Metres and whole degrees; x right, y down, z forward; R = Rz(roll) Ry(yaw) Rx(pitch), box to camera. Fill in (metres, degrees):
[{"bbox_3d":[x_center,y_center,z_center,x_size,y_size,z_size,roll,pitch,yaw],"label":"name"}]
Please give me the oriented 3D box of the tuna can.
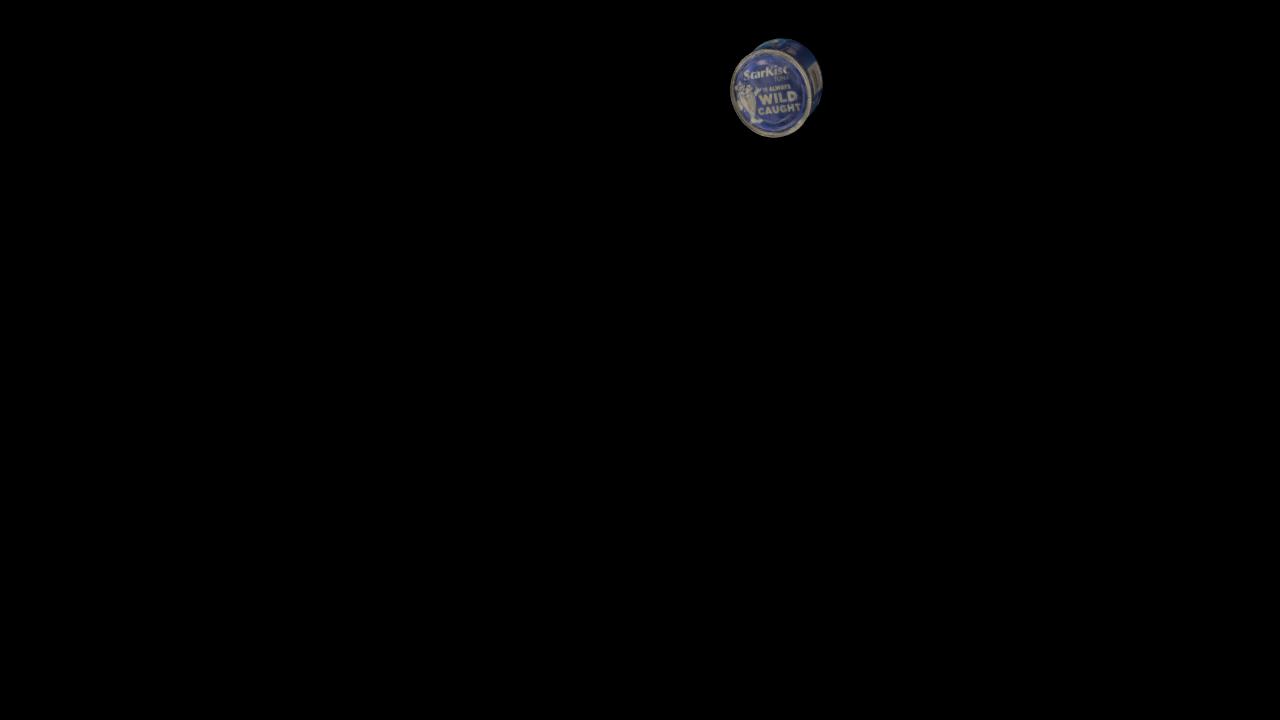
[{"bbox_3d":[0.132,-0.262,0.593,0.084,0.084,0.034,0,41,46],"label":"tuna can"}]
